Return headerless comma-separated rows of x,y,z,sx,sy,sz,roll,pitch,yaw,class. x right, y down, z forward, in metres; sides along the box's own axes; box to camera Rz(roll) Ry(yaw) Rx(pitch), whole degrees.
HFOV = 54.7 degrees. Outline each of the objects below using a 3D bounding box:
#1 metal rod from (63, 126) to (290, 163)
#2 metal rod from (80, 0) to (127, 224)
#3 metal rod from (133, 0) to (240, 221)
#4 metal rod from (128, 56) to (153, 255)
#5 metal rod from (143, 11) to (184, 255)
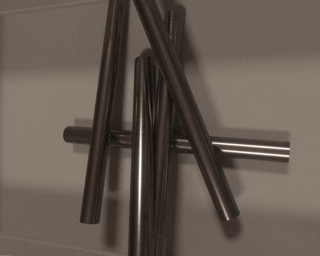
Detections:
0.007,0.019,0.407,0.301,0.025,0.025,4,91,19,metal rod
-0.074,-0.027,0.413,0.025,0.025,0.298,4,83,19,metal rod
0.027,-0.036,0.366,0.025,0.025,0.299,-22,88,18,metal rod
-0.021,0.045,0.354,0.025,0.025,0.299,-10,63,19,metal rod
0.004,0.000,0.383,0.025,0.025,0.298,3,82,19,metal rod
